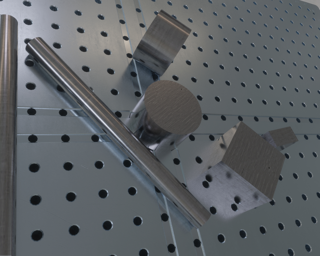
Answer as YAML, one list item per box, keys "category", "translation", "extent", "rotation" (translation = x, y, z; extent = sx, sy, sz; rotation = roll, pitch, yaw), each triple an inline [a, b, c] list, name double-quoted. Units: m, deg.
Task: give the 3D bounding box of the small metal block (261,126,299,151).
- category: "small metal block"
  translation: [0.170, 0.023, 0.470]
  extent: [0.050, 0.050, 0.025]
  rotation: [-9, 67, -32]

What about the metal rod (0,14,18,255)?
- category: "metal rod"
  translation: [-0.162, 0.000, 0.321]
  extent: [0.025, 0.025, 0.299]
  rotation: [2, 61, -27]

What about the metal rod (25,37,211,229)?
- category: "metal rod"
  translation: [-0.053, 0.003, 0.377]
  extent: [0.300, 0.025, 0.025]
  rotation: [46, 51, 4]

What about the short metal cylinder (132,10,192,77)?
- category: "short metal cylinder"
  translation: [0.002, -0.122, 0.449]
  extent: [0.050, 0.080, 0.080]
  rotation: [32, 52, -8]

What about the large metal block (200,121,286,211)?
- category: "large metal block"
  translation: [0.114, 0.051, 0.423]
  extent: [0.080, 0.050, 0.080]
  rotation: [38, 51, -3]

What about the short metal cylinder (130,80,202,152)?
- category: "short metal cylinder"
  translation: [0.007, -0.016, 0.406]
  extent: [0.081, 0.050, 0.080]
  rotation: [14, 56, -21]
